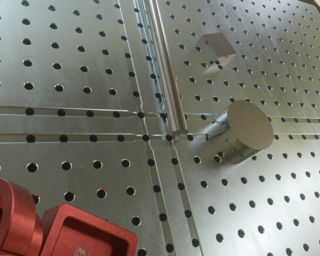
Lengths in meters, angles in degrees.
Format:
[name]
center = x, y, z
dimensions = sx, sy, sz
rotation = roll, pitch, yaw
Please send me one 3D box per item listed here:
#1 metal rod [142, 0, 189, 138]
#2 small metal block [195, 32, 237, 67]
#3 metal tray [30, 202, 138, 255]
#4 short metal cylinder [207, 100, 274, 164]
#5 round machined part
[metal rod]
center = 0.001, -0.124, 0.485
dimensions = 0.025, 0.025, 0.299
rotation = 4, 60, -27
[small metal block]
center = 0.100, -0.141, 0.550
dimensions = 0.050, 0.025, 0.050
rotation = -20, 72, -36
[metal tray]
center = -0.075, 0.142, 0.262
dimensions = 0.090, 0.030, 0.130
rotation = 35, 49, -27
[short metal cylinder]
center = 0.117, 0.006, 0.454
dimensions = 0.081, 0.050, 0.080
rotation = 14, 56, -21
[round machined part]
center = -0.133, 0.093, 0.245
dimensions = 0.042, 0.098, 0.098
rotation = 45, 41, -43
